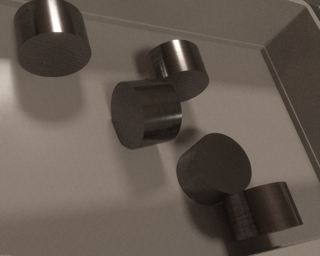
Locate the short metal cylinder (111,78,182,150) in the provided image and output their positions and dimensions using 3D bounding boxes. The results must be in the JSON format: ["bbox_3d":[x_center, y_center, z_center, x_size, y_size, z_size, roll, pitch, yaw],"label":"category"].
[{"bbox_3d":[-0.018,-0.018,0.373,0.050,0.080,0.080,-11,68,-33],"label":"short metal cylinder"}]

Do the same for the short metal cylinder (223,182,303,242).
[{"bbox_3d":[0.123,0.103,0.376,0.081,0.080,0.050,0,62,-29],"label":"short metal cylinder"}]

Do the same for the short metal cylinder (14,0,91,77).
[{"bbox_3d":[-0.127,-0.104,0.367,0.081,0.080,0.050,-3,64,-30],"label":"short metal cylinder"}]

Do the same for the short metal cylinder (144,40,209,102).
[{"bbox_3d":[0.022,-0.076,0.430,0.081,0.080,0.050,0,62,-29],"label":"short metal cylinder"}]

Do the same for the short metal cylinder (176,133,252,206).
[{"bbox_3d":[0.068,0.053,0.396,0.081,0.050,0.080,14,56,-21],"label":"short metal cylinder"}]
